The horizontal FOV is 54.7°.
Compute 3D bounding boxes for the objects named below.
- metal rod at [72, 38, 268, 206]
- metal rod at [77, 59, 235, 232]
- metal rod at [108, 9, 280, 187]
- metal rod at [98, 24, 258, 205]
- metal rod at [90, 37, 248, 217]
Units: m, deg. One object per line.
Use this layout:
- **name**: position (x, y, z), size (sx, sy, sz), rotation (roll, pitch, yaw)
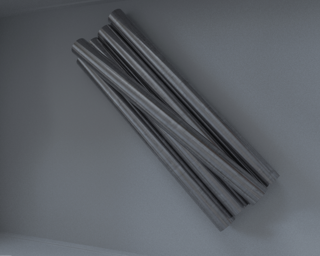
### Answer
- **metal rod**: position (0.000, -0.017, 0.382), size (0.300, 0.025, 0.025), rotation (40, 103, 15)
- **metal rod**: position (-0.013, 0.009, 0.414), size (0.025, 0.025, 0.300), rotation (-45, 76, 14)
- **metal rod**: position (0.034, -0.046, 0.397), size (0.025, 0.025, 0.300), rotation (-45, 76, 14)
- **metal rod**: position (0.019, -0.026, 0.402), size (0.025, 0.025, 0.300), rotation (-45, 76, 14)
- **metal rod**: position (0.001, -0.011, 0.409), size (0.025, 0.025, 0.300), rotation (-45, 76, 14)
